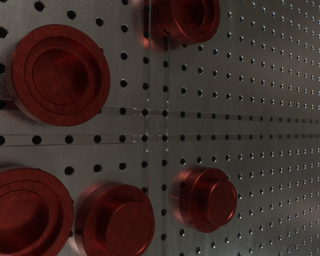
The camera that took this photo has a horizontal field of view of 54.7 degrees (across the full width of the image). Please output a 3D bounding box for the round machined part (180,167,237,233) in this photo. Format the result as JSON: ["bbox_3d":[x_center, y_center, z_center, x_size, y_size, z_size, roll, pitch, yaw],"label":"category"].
[{"bbox_3d":[0.079,0.110,0.468,0.099,0.042,0.097,0,90,-40],"label":"round machined part"}]

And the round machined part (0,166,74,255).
[{"bbox_3d":[-0.135,0.084,0.286,0.099,0.042,0.097,0,91,-40],"label":"round machined part"}]

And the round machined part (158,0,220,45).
[{"bbox_3d":[0.036,-0.164,0.430,0.099,0.042,0.097,0,90,-40],"label":"round machined part"}]

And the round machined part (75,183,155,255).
[{"bbox_3d":[-0.045,0.116,0.363,0.099,0.042,0.097,0,90,-40],"label":"round machined part"}]

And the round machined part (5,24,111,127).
[{"bbox_3d":[-0.103,-0.050,0.313,0.099,0.042,0.097,0,90,-40],"label":"round machined part"}]
